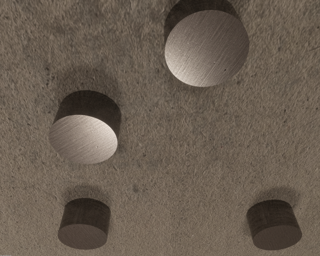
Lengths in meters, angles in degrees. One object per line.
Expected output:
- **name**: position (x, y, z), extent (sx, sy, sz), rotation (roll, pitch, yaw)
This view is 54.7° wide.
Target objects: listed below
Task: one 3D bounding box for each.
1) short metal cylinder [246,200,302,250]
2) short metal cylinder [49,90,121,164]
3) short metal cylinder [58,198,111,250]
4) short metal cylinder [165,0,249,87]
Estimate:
- **short metal cylinder**: position (0.197, 0.169, 0.538), extent (0.081, 0.050, 0.079), rotation (0, 130, 0)
- **short metal cylinder**: position (-0.091, 0.000, 0.389), extent (0.081, 0.050, 0.079), rotation (0, 130, 0)
- **short metal cylinder**: position (-0.128, 0.164, 0.529), extent (0.081, 0.050, 0.079), rotation (0, 130, 0)
- **short metal cylinder**: position (0.045, -0.089, 0.316), extent (0.081, 0.050, 0.079), rotation (0, 130, 0)
